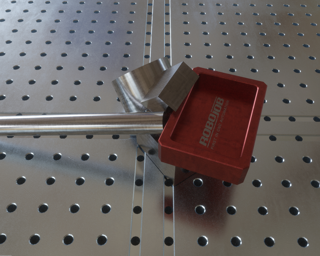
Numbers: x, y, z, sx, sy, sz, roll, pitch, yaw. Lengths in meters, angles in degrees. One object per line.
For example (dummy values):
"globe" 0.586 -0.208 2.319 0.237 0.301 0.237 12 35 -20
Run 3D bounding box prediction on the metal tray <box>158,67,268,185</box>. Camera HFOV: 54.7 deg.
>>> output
"metal tray" 0.062 -0.009 0.344 0.090 0.030 0.130 16 51 13

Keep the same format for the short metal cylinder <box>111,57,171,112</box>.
"short metal cylinder" -0.017 -0.054 0.409 0.081 0.080 0.050 -28 99 -22

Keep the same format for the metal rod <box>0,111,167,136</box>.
"metal rod" -0.141 -0.003 0.370 0.301 0.025 0.025 -1 49 13

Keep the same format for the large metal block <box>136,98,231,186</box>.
"large metal block" 0.026 0.010 0.381 0.081 0.050 0.080 -28 56 -22

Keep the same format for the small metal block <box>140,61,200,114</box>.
"small metal block" 0.010 -0.043 0.350 0.025 0.050 0.050 40 72 -18
